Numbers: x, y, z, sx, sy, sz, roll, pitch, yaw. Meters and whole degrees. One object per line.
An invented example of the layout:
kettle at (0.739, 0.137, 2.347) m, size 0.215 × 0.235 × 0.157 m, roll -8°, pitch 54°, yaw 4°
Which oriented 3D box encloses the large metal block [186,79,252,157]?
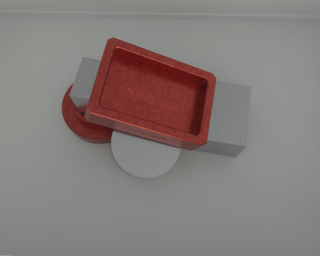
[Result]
large metal block at (0.068, -0.013, 0.399) m, size 0.080 × 0.050 × 0.080 m, roll 9°, pitch 70°, yaw 3°

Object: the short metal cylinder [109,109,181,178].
short metal cylinder at (-0.020, 0.019, 0.375) m, size 0.081 × 0.050 × 0.080 m, roll 1°, pitch 83°, yaw -12°

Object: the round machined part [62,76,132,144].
round machined part at (-0.081, -0.032, 0.409) m, size 0.099 × 0.042 × 0.098 m, roll 0°, pitch 70°, yaw -1°

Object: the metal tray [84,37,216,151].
metal tray at (-0.007, -0.035, 0.343) m, size 0.131 × 0.030 × 0.090 m, roll 17°, pitch 70°, yaw -15°

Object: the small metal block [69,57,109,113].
small metal block at (-0.081, -0.047, 0.366) m, size 0.025 × 0.050 × 0.050 m, roll 12°, pitch 71°, yaw 4°
